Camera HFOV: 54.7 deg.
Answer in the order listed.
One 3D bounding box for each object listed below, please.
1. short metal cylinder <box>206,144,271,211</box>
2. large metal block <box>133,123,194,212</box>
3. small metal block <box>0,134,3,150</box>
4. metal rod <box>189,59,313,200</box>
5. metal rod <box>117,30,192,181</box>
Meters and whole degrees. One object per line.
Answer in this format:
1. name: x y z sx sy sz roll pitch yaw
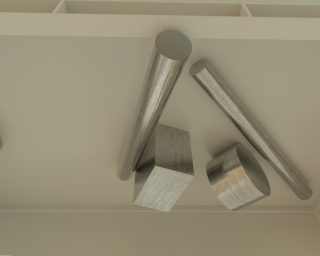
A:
1. short metal cylinder: 0.110 0.069 0.433 0.050 0.080 0.080 -35 122 26
2. large metal block: 0.003 0.053 0.418 0.050 0.080 0.079 17 128 -14
3. small metal block: -0.246 0.012 0.415 0.050 0.025 0.050 6 130 -6
4. metal rod: 0.139 0.018 0.426 0.025 0.025 0.300 -33 124 24
5. metal rod: -0.022 0.006 0.336 0.025 0.025 0.299 10 154 -9
